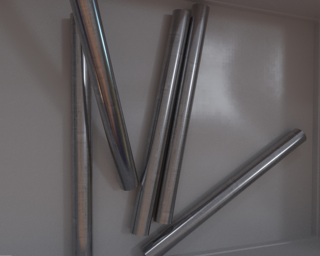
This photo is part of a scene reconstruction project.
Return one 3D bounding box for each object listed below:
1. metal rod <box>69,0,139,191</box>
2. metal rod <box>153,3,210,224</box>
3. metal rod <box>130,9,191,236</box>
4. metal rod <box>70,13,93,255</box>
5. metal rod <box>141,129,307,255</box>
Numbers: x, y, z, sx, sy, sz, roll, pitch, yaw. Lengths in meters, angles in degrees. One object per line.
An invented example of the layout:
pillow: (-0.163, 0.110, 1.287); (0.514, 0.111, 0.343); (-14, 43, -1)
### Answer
metal rod: (-0.061, -0.056, 0.326); (0.025, 0.025, 0.298); (-21, 121, -19)
metal rod: (0.030, -0.022, 0.422); (0.025, 0.025, 0.298); (12, 86, -20)
metal rod: (0.002, -0.010, 0.412); (0.025, 0.025, 0.298); (12, 86, -20)
metal rod: (-0.095, 0.013, 0.376); (0.025, 0.025, 0.298); (-1, 90, -20)
metal rod: (0.103, 0.090, 0.450); (0.302, 0.025, 0.025); (-33, 101, -17)
